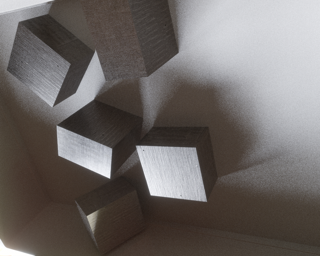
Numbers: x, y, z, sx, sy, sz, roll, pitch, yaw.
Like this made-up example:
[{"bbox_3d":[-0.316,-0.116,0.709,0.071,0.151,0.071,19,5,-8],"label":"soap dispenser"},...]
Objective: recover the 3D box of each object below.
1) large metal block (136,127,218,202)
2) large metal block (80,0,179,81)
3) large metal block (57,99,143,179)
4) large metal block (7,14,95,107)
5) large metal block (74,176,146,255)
[{"bbox_3d":[0.024,0.045,0.406,0.080,0.050,0.080,0,119,28],"label":"large metal block"},{"bbox_3d":[-0.026,-0.103,0.322,0.050,0.080,0.080,0,118,28],"label":"large metal block"},{"bbox_3d":[-0.079,0.011,0.420,0.080,0.080,0.050,21,126,15],"label":"large metal block"},{"bbox_3d":[-0.146,-0.089,0.412,0.080,0.050,0.080,39,129,1],"label":"large metal block"},{"bbox_3d":[-0.076,0.135,0.486,0.050,0.081,0.079,28,136,51],"label":"large metal block"}]
